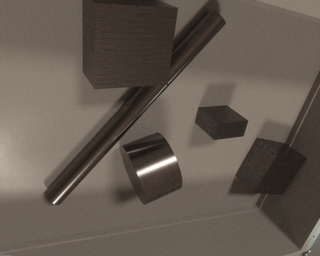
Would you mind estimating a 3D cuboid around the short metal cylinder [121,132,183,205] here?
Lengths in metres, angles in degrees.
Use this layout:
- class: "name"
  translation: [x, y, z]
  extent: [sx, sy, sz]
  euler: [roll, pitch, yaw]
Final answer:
- class: "short metal cylinder"
  translation: [-0.012, 0.051, 0.400]
  extent: [0.050, 0.080, 0.079]
  euler: [-21, 127, -16]

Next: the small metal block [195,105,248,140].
- class: "small metal block"
  translation: [0.086, -0.009, 0.436]
  extent: [0.050, 0.050, 0.025]
  euler: [-6, 121, -26]

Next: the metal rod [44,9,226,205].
- class: "metal rod"
  translation: [-0.033, -0.022, 0.378]
  extent: [0.300, 0.025, 0.025]
  euler: [-47, 130, 5]

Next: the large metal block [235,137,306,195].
- class: "large metal block"
  translation: [0.194, 0.068, 0.544]
  extent: [0.081, 0.050, 0.079]
  euler: [11, 113, -33]

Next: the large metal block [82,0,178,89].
- class: "large metal block"
  translation: [-0.034, -0.089, 0.320]
  extent: [0.081, 0.050, 0.079]
  euler: [-7, 122, -25]
